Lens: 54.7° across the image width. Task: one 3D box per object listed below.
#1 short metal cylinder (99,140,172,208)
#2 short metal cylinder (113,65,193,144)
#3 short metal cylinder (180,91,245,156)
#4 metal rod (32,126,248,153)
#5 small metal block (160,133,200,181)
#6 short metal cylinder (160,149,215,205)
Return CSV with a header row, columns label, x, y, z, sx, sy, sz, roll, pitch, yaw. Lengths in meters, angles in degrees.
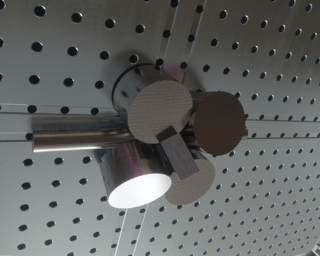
label,x,y,z,sx,sy,sz,roll,pitch,yaw
short metal cylinder,-0.032,0.060,0.394,0.081,0.050,0.080,-16,144,-11
short metal cylinder,-0.009,-0.028,0.368,0.081,0.050,0.079,-14,124,-21
short metal cylinder,0.063,-0.008,0.403,0.081,0.050,0.079,-3,97,-28
metal rod,-0.006,0.011,0.410,0.303,0.025,0.025,-2,119,-28
small metal block,0.023,0.037,0.380,0.025,0.050,0.050,-27,170,-4
short metal cylinder,0.032,0.064,0.447,0.081,0.050,0.079,-14,124,-21
